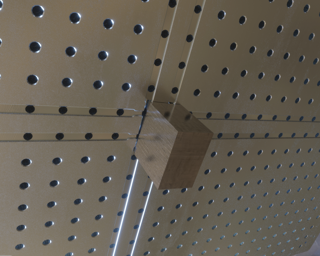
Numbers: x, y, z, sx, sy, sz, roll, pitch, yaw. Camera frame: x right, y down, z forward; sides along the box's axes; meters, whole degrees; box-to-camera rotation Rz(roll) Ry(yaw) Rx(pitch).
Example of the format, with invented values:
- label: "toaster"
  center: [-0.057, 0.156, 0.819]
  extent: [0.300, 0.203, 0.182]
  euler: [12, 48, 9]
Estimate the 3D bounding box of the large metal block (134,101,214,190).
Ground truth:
- label: "large metal block"
  center: [0.013, 0.021, 0.396]
  extent: [0.050, 0.080, 0.079]
  euler: [3, 117, -30]
